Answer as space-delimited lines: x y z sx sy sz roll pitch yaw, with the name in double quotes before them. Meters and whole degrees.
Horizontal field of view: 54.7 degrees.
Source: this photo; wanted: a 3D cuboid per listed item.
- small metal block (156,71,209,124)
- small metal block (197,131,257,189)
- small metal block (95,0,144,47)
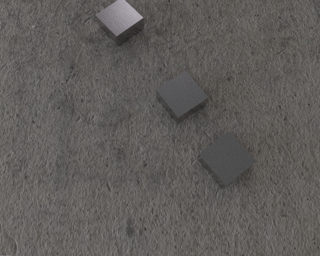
"small metal block" 0.030 -0.042 0.423 0.050 0.025 0.050 -34 74 -12
"small metal block" 0.083 0.041 0.394 0.050 0.025 0.050 -36 74 -12
"small metal block" -0.060 -0.160 0.466 0.050 0.025 0.050 -39 75 -13
